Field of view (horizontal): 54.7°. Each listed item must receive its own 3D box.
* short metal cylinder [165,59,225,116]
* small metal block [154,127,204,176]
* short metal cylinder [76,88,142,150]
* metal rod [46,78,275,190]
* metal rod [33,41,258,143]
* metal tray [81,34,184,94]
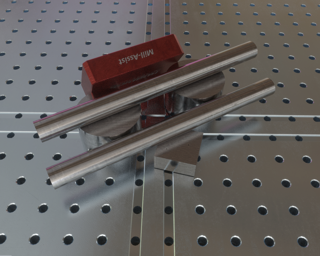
[{"bbox_3d":[0.047,-0.052,0.436,0.081,0.050,0.080,0,50,0],"label":"short metal cylinder"},{"bbox_3d":[0.024,0.027,0.384,0.050,0.025,0.050,12,51,9],"label":"small metal block"},{"bbox_3d":[-0.063,-0.005,0.395,0.081,0.050,0.080,0,50,0],"label":"short metal cylinder"},{"bbox_3d":[0.016,-0.002,0.375,0.302,0.025,0.025,-23,54,-19],"label":"metal rod"},{"bbox_3d":[-0.002,-0.053,0.385,0.302,0.025,0.025,-24,54,-19],"label":"metal rod"},{"bbox_3d":[-0.041,-0.081,0.431,0.131,0.090,0.030,-23,86,-19],"label":"metal tray"}]
